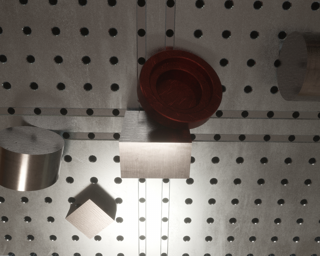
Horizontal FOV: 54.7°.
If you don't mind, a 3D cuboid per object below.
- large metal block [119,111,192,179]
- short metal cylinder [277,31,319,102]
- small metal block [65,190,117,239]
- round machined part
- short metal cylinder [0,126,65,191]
[{"bbox_3d":[-0.005,0.018,0.387,0.081,0.080,0.050,1,119,-1],"label":"large metal block"},{"bbox_3d":[0.177,-0.071,0.361,0.050,0.080,0.079,1,110,-1],"label":"short metal cylinder"},{"bbox_3d":[-0.101,0.128,0.459,0.050,0.025,0.050,-40,106,13],"label":"small metal block"},{"bbox_3d":[0.021,-0.042,0.371,0.099,0.098,0.042,17,152,-7],"label":"round machined part"},{"bbox_3d":[-0.167,0.037,0.395,0.081,0.080,0.050,13,110,-5],"label":"short metal cylinder"}]
